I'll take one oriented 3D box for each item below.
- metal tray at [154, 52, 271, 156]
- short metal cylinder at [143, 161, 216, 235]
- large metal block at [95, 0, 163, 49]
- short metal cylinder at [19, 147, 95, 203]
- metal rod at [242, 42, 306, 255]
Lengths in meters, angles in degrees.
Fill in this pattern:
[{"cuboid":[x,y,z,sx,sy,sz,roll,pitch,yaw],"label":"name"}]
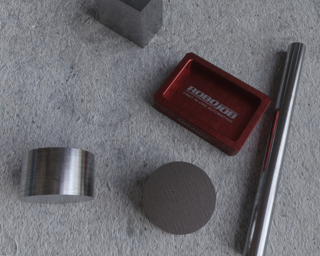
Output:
[{"cuboid":[0.068,-0.034,0.418,0.130,0.030,0.090,33,73,11],"label":"metal tray"},{"cuboid":[0.022,0.084,0.364,0.081,0.050,0.080,0,70,0],"label":"short metal cylinder"},{"cuboid":[-0.044,-0.173,0.442,0.080,0.080,0.050,33,73,11],"label":"large metal block"},{"cuboid":[-0.117,0.057,0.357,0.081,0.080,0.050,-3,70,-1],"label":"short metal cylinder"},{"cuboid":[0.153,0.016,0.403,0.025,0.025,0.300,17,71,6],"label":"metal rod"}]
